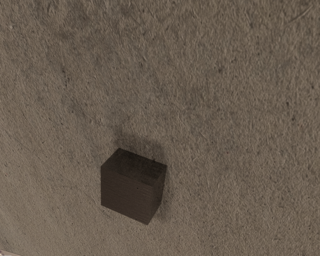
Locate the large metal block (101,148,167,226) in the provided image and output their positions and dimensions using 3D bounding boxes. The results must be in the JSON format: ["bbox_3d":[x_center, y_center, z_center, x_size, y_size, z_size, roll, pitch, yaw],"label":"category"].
[{"bbox_3d":[-0.040,0.087,0.464,0.080,0.050,0.079,19,126,17],"label":"large metal block"}]
